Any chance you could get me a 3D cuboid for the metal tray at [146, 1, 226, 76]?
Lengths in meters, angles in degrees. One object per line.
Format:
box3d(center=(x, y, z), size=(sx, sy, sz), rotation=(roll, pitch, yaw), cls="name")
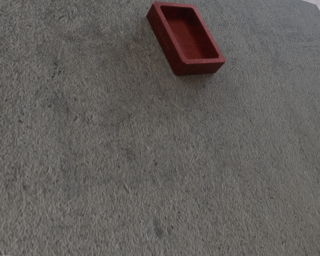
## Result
box3d(center=(0.043, -0.150, 0.516), size=(0.091, 0.030, 0.130), rotation=(-11, 67, -33), cls="metal tray")
